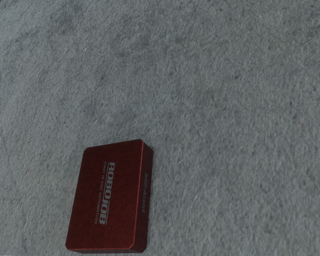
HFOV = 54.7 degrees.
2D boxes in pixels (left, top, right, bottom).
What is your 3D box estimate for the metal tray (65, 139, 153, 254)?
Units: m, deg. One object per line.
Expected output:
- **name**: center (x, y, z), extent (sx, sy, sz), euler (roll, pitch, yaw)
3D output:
- **metal tray**: center (-0.059, 0.082, 0.379), extent (0.090, 0.030, 0.130), euler (-10, 57, 22)
